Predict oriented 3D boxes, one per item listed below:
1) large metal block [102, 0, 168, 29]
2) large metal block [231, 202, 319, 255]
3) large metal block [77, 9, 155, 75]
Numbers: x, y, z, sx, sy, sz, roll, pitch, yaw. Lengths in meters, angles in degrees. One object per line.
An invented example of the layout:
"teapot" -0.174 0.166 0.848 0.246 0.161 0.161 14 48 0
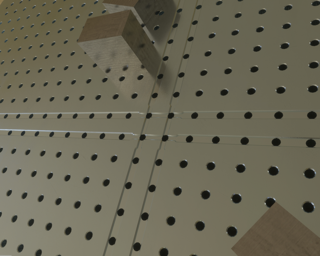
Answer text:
"large metal block" -0.041 -0.230 0.553 0.080 0.050 0.080 23 74 36
"large metal block" 0.112 0.114 0.244 0.050 0.080 0.080 -45 51 -3
"large metal block" -0.067 -0.131 0.486 0.080 0.080 0.050 0 62 28
